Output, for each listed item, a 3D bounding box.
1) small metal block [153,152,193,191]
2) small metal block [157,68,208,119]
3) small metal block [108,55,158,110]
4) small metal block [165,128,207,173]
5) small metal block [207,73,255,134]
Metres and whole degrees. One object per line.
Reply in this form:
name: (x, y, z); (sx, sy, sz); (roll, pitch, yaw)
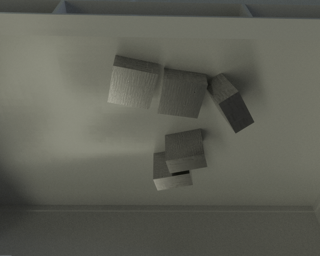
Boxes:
small metal block: (0.018, 0.058, 0.443); (0.050, 0.050, 0.025); (-11, 129, 8)
small metal block: (0.026, -0.041, 0.374); (0.050, 0.025, 0.050); (7, 130, -6)
small metal block: (-0.032, -0.053, 0.364); (0.050, 0.025, 0.050); (10, 130, -9)
small metal block: (0.034, 0.030, 0.419); (0.050, 0.050, 0.025); (-11, 129, 9)
small metal block: (0.081, -0.030, 0.366); (0.025, 0.050, 0.050); (-33, 125, 8)
